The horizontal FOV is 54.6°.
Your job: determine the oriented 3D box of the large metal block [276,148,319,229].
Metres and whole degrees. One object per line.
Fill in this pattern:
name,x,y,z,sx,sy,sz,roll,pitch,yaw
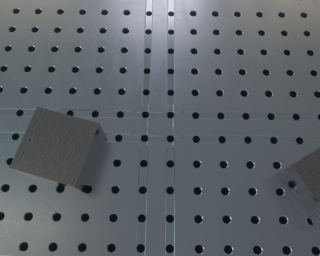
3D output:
large metal block,0.206,0.065,0.376,0.080,0.050,0.080,-28,73,-10

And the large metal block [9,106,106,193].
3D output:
large metal block,-0.123,0.028,0.388,0.080,0.050,0.080,15,71,5
